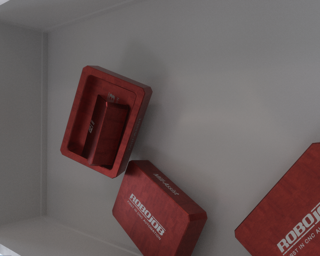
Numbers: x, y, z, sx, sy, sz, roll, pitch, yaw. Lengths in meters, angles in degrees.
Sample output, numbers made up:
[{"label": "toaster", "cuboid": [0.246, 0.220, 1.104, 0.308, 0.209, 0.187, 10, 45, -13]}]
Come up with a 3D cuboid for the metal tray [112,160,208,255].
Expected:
[{"label": "metal tray", "cuboid": [-0.007, 0.110, 0.396, 0.130, 0.030, 0.089, 36, 112, 45]}]

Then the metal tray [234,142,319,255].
[{"label": "metal tray", "cuboid": [0.142, 0.088, 0.286, 0.090, 0.030, 0.129, 46, 117, 30]}]

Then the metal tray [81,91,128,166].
[{"label": "metal tray", "cuboid": [-0.095, -0.011, 0.455, 0.130, 0.030, 0.089, 38, 114, 54]}]

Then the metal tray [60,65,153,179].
[{"label": "metal tray", "cuboid": [-0.074, -0.009, 0.418, 0.090, 0.030, 0.129, 23, 106, 12]}]
